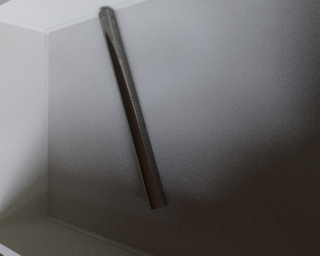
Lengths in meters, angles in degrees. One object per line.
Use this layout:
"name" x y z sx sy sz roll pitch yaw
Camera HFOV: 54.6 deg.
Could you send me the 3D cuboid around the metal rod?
"metal rod" -0.042 -0.035 0.442 0.025 0.025 0.299 -26 74 37
